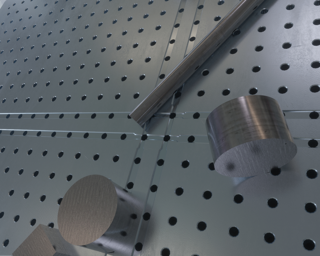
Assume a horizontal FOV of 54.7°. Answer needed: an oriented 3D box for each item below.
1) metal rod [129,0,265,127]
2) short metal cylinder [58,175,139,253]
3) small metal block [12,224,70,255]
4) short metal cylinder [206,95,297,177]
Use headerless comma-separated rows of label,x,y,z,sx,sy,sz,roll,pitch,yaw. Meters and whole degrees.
metal rod,0.069,-0.118,0.444,0.300,0.025,0.025,-46,51,-4
short metal cylinder,-0.072,0.102,0.368,0.080,0.050,0.080,-13,56,21
small metal block,-0.150,0.159,0.389,0.050,0.025,0.050,-48,51,-6
short metal cylinder,0.091,0.011,0.319,0.080,0.080,0.050,-19,55,17
